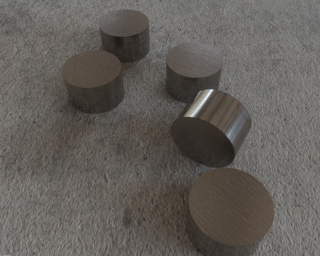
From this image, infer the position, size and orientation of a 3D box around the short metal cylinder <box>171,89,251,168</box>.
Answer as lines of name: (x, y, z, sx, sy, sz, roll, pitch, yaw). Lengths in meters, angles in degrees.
short metal cylinder: (0.060, 0.001, 0.367, 0.080, 0.080, 0.050, 25, 54, 19)

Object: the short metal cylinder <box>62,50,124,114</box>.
short metal cylinder: (-0.093, -0.066, 0.442, 0.080, 0.050, 0.080, 0, 50, 0)

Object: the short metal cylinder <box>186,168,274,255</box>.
short metal cylinder: (0.068, 0.087, 0.314, 0.080, 0.050, 0.080, 0, 50, 0)

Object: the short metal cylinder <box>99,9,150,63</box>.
short metal cylinder: (-0.058, -0.154, 0.516, 0.080, 0.050, 0.080, 0, 50, 0)

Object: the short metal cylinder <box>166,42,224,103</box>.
short metal cylinder: (0.049, -0.081, 0.455, 0.080, 0.050, 0.080, 0, 50, 0)
